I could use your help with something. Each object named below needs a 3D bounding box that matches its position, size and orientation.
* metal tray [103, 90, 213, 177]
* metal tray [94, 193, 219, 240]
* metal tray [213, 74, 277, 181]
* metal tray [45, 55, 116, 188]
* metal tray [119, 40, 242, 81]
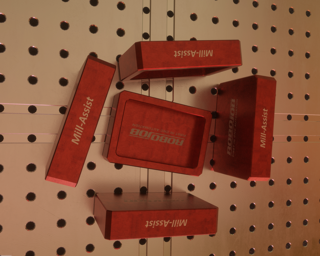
[{"bbox_3d":[-0.001,0.009,0.408,0.131,0.030,0.090,12,86,-20],"label":"metal tray"},{"bbox_3d":[-0.008,0.102,0.375,0.131,0.090,0.030,4,89,-20],"label":"metal tray"},{"bbox_3d":[0.111,0.000,0.418,0.030,0.090,0.129,5,88,-20],"label":"metal tray"},{"bbox_3d":[-0.091,-0.007,0.344,0.030,0.090,0.130,19,83,-19],"label":"metal tray"},{"bbox_3d":[0.023,-0.083,0.385,0.131,0.090,0.030,-7,93,-20],"label":"metal tray"}]
